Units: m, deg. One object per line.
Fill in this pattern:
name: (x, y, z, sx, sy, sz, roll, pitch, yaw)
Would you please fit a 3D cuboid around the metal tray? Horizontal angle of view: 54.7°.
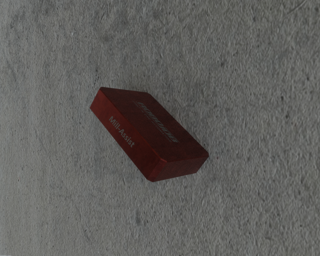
metal tray: (-0.013, 0.003, 0.373, 0.130, 0.091, 0.030, 47, 118, 29)
